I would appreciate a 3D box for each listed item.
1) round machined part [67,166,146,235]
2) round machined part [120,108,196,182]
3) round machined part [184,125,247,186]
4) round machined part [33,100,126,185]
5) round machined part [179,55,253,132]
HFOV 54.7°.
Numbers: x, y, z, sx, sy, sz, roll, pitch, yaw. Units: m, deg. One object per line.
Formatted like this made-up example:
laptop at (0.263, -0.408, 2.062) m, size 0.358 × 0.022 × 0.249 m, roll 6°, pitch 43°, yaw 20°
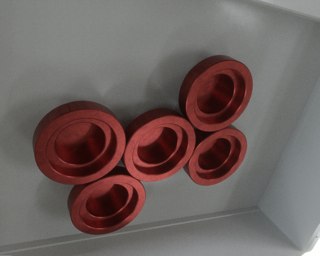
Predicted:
round machined part at (-0.072, 0.090, 0.410) m, size 0.099 × 0.042 × 0.097 m, roll -14°, pitch 124°, yaw -21°
round machined part at (-0.007, 0.018, 0.401) m, size 0.099 × 0.042 × 0.097 m, roll -14°, pitch 124°, yaw -21°
round machined part at (0.075, 0.033, 0.456) m, size 0.099 × 0.042 × 0.097 m, roll -14°, pitch 124°, yaw -21°
round machined part at (-0.092, 0.013, 0.352) m, size 0.099 × 0.042 × 0.097 m, roll -14°, pitch 124°, yaw -21°
round machined part at (0.067, -0.047, 0.402) m, size 0.099 × 0.042 × 0.097 m, roll -14°, pitch 124°, yaw -21°
